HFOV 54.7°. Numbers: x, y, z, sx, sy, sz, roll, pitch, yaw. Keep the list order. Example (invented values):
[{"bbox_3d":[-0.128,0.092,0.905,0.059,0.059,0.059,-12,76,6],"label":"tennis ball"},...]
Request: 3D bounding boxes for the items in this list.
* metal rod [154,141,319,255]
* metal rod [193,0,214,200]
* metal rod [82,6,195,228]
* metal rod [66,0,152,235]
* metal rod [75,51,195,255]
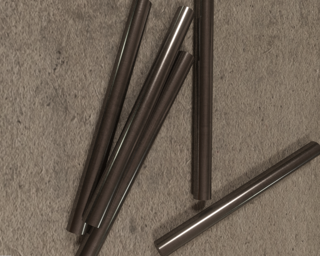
[{"bbox_3d":[0.126,0.097,0.457,0.302,0.025,0.025,-27,99,-18],"label":"metal rod"},{"bbox_3d":[0.061,-0.051,0.432,0.025,0.025,0.298,1,90,-20],"label":"metal rod"},{"bbox_3d":[-0.021,-0.024,0.389,0.025,0.025,0.299,27,76,-18],"label":"metal rod"},{"bbox_3d":[-0.061,-0.020,0.386,0.025,0.025,0.299,17,84,-20],"label":"metal rod"},{"bbox_3d":[-0.029,0.034,0.399,0.025,0.025,0.299,29,80,-18],"label":"metal rod"}]
